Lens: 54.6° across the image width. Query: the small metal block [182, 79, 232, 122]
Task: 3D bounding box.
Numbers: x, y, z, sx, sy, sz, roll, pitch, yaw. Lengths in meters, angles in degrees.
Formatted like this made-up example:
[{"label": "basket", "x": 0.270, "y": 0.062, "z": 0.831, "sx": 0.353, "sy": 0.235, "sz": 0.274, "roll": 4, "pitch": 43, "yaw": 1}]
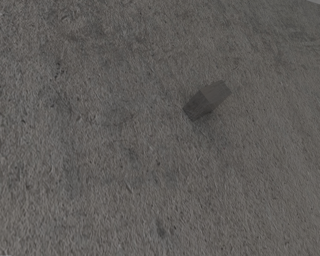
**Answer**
[{"label": "small metal block", "x": 0.068, "y": -0.039, "z": 0.447, "sx": 0.050, "sy": 0.050, "sz": 0.025, "roll": -27, "pitch": 77, "yaw": -37}]
